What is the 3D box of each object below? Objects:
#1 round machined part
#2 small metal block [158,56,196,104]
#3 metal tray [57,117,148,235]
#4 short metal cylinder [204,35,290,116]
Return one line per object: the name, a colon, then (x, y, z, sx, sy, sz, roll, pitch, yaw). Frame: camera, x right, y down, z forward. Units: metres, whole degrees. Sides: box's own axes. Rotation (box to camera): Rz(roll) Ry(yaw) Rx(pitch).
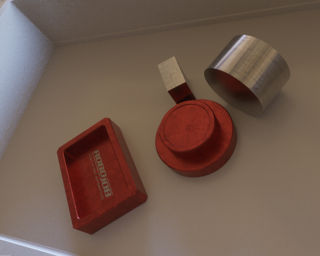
round machined part: (0.038, 0.006, 0.370, 0.098, 0.042, 0.098, -13, 56, 20)
small metal block: (0.024, -0.058, 0.411, 0.025, 0.050, 0.050, -27, 53, 12)
metal tray: (-0.080, 0.058, 0.406, 0.090, 0.030, 0.130, -33, 52, 6)
short metal cylinder: (0.098, -0.059, 0.355, 0.080, 0.080, 0.050, 34, 81, 38)
